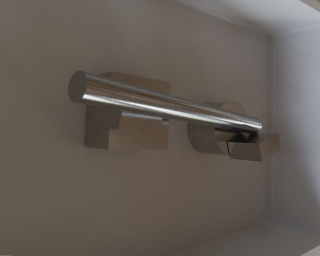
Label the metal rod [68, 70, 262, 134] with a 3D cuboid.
[{"bbox_3d":[0.038,-0.017,0.347,0.302,0.025,0.025,8,85,-48],"label":"metal rod"}]

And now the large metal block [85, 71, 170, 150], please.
[{"bbox_3d":[-0.036,-0.016,0.358,0.081,0.050,0.080,3,88,-40],"label":"large metal block"}]

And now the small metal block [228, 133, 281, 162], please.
[{"bbox_3d":[0.133,0.026,0.436,0.050,0.050,0.025,-19,102,-39],"label":"small metal block"}]

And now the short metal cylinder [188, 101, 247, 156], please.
[{"bbox_3d":[0.089,0.000,0.465,0.081,0.050,0.079,0,90,-40],"label":"short metal cylinder"}]

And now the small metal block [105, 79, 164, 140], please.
[{"bbox_3d":[-0.024,-0.017,0.321,0.050,0.025,0.050,17,79,-39],"label":"small metal block"}]
